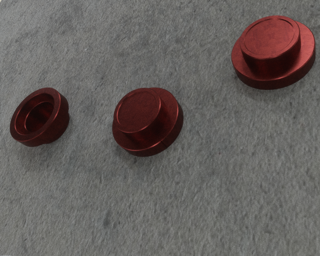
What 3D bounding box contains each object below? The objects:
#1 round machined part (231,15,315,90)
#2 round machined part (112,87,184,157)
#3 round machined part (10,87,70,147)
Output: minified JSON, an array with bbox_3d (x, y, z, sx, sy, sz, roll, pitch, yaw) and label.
[{"bbox_3d":[0.137,-0.099,0.381,0.098,0.042,0.098,-13,56,20],"label":"round machined part"},{"bbox_3d":[-0.022,-0.014,0.412,0.098,0.042,0.098,-13,56,20],"label":"round machined part"},{"bbox_3d":[-0.186,-0.013,0.496,0.098,0.042,0.098,-13,56,20],"label":"round machined part"}]
